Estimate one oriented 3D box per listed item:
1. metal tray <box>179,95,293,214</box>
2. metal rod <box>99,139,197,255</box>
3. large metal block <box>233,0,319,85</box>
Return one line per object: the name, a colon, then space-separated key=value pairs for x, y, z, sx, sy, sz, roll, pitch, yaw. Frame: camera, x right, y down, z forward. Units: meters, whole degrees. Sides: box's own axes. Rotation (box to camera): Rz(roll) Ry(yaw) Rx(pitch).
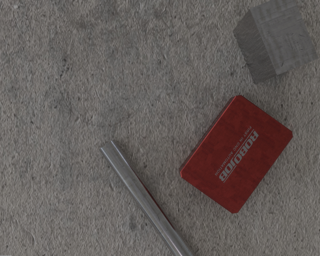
metal tray: x=0.098 y=0.033 z=0.408 sx=0.090 sy=0.030 sz=0.130 roll=36 pitch=90 yaw=0
metal rod: x=0.016 y=0.144 z=0.410 sx=0.025 sy=0.025 sz=0.299 roll=-35 pitch=90 yaw=0
large metal block: x=0.138 y=-0.105 z=0.384 sx=0.050 sy=0.080 sz=0.080 roll=-22 pitch=90 yaw=0
